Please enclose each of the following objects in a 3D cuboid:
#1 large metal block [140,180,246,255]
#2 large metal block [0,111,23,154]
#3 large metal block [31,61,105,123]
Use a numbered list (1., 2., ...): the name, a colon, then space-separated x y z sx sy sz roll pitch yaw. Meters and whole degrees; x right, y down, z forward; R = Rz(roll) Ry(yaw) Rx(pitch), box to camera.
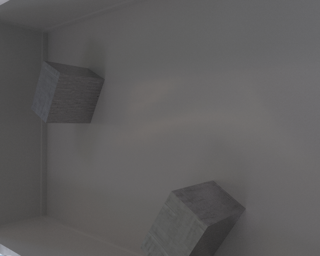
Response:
1. large metal block: 0.037 0.110 0.341 0.050 0.081 0.079 40 114 32
2. large metal block: -0.356 0.009 0.668 0.050 0.081 0.079 37 113 34
3. large metal block: -0.146 -0.054 0.492 0.050 0.081 0.079 35 111 34
